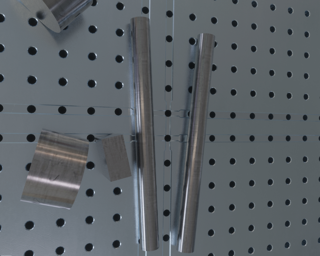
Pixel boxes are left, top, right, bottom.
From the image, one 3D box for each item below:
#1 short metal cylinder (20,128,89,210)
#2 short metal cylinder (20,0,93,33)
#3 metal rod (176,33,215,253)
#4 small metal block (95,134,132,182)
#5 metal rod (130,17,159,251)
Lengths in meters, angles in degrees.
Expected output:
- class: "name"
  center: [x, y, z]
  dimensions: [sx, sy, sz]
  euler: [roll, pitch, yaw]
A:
- class: "short metal cylinder"
  center: [-0.115, 0.045, 0.341]
  dimensions: [0.050, 0.080, 0.080]
  euler: [17, 85, -20]
- class: "short metal cylinder"
  center: [-0.121, -0.153, 0.339]
  dimensions: [0.080, 0.080, 0.050]
  euler: [46, 76, -15]
- class: "metal rod"
  center: [0.050, 0.019, 0.431]
  dimensions: [0.025, 0.025, 0.298]
  euler: [7, 88, -20]
- class: "small metal block"
  center: [-0.058, 0.034, 0.378]
  dimensions: [0.025, 0.050, 0.050]
  euler: [-13, 95, -20]
- class: "metal rod"
  center: [-0.020, 0.008, 0.405]
  dimensions: [0.025, 0.025, 0.298]
  euler: [-3, 91, -20]
